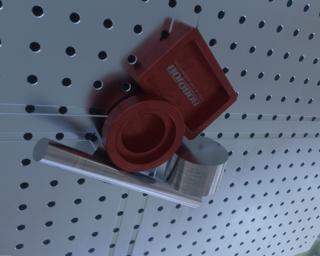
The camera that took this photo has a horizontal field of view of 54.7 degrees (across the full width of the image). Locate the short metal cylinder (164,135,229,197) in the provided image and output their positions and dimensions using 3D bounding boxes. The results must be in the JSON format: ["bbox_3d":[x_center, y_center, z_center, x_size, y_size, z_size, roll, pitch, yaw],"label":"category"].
[{"bbox_3d":[0.050,0.050,0.434,0.081,0.080,0.050,-4,120,-27],"label":"short metal cylinder"}]

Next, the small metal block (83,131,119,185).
[{"bbox_3d":[-0.072,0.039,0.398,0.050,0.025,0.050,32,100,-39],"label":"small metal block"}]

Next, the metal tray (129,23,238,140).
[{"bbox_3d":[0.035,-0.054,0.394,0.090,0.030,0.130,-43,129,0],"label":"metal tray"}]

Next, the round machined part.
[{"bbox_3d":[-0.023,0.002,0.380,0.099,0.042,0.097,-13,123,-20],"label":"round machined part"}]

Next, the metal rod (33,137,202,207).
[{"bbox_3d":[-0.029,0.072,0.415,0.025,0.025,0.301,-51,138,8],"label":"metal rod"}]
